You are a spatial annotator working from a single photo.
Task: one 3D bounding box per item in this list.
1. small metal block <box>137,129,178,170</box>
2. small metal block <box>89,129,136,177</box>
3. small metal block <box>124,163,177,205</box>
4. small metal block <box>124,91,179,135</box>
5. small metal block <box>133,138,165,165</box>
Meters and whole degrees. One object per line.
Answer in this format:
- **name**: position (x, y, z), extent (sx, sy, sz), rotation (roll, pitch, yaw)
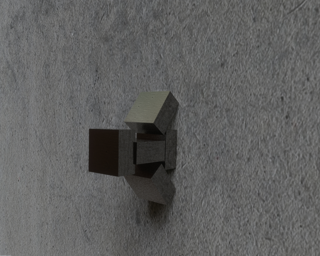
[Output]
- **small metal block**: position (-0.004, 0.026, 0.409), extent (0.050, 0.025, 0.050), rotation (3, 92, 39)
- **small metal block**: position (-0.055, 0.026, 0.352), extent (0.050, 0.025, 0.050), rotation (1, 91, 39)
- **small metal block**: position (-0.014, 0.069, 0.400), extent (0.050, 0.025, 0.050), rotation (3, 133, 39)
- **small metal block**: position (-0.011, -0.020, 0.398), extent (0.050, 0.025, 0.050), rotation (4, 56, 40)
- **small metal block**: position (-0.029, 0.027, 0.379), extent (0.050, 0.050, 0.025), rotation (3, 92, 39)
